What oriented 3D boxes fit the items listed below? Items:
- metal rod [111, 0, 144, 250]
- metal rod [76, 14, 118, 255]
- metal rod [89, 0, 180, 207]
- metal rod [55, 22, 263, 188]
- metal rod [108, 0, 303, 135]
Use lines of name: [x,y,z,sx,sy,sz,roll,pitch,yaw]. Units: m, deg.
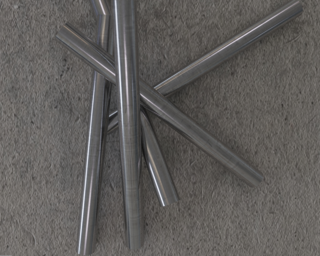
metal rod: [-0.034,0.014,0.356,0.025,0.025,0.298,0,112,0]
metal rod: [-0.080,0.015,0.387,0.025,0.025,0.298,7,99,0]
metal rod: [-0.038,-0.051,0.387,0.025,0.025,0.299,-20,81,0]
metal rod: [0.011,-0.018,0.372,0.301,0.025,0.025,37,90,-15]
metal rod: [0.053,-0.081,0.410,0.301,0.025,0.025,-32,90,0]
